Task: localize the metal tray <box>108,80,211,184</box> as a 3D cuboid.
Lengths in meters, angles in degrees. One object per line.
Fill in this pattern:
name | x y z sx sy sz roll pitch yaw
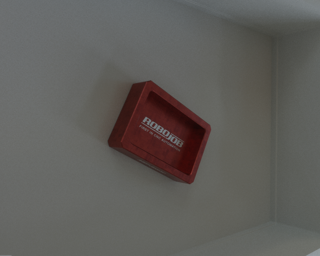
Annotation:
metal tray | 0.006 0.009 0.406 0.130 0.030 0.090 33 70 -35
